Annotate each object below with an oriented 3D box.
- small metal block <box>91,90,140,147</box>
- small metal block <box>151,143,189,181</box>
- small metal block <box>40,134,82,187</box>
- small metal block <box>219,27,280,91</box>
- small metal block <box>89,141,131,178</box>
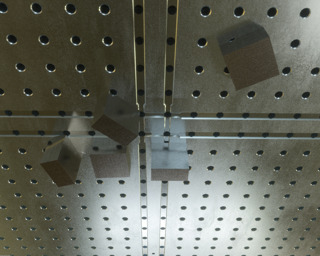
[{"bbox_3d":[-0.053,-0.012,0.384,0.050,0.050,0.025,34,122,-26],"label":"small metal block"},{"bbox_3d":[0.013,0.047,0.436,0.050,0.050,0.025,1,130,-1],"label":"small metal block"},{"bbox_3d":[-0.136,0.045,0.432,0.025,0.050,0.050,-13,129,10],"label":"small metal block"},{"bbox_3d":[0.101,-0.077,0.348,0.050,0.025,0.050,-21,128,16],"label":"small metal block"},{"bbox_3d":[-0.071,0.046,0.450,0.050,0.025,0.050,-2,130,1],"label":"small metal block"}]
